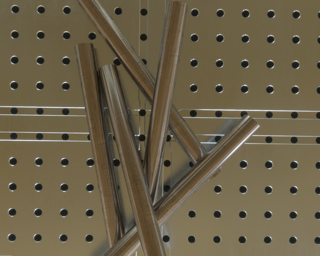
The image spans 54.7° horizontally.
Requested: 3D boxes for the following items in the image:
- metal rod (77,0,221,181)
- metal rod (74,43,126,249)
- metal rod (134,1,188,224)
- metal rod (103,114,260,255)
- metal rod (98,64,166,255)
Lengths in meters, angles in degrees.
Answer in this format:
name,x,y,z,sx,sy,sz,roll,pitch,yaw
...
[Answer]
name,x,y,z,sx,sy,sz,roll,pitch,yaw
metal rod,-0.016,-0.058,0.413,0.025,0.025,0.299,-35,90,0
metal rod,-0.076,0.037,0.412,0.025,0.025,0.298,-10,90,0
metal rod,-0.002,-0.002,0.391,0.025,0.025,0.298,9,99,-1
metal rod,0.010,0.097,0.386,0.300,0.025,0.025,-45,91,-2
metal rod,-0.030,0.060,0.374,0.025,0.025,0.299,-16,75,0
